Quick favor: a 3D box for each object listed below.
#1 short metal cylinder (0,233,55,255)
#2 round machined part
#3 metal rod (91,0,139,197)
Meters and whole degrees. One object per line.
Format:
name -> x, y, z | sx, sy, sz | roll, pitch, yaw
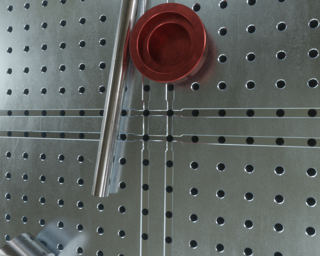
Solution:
short metal cylinder -> -0.204, 0.203, 0.455 | 0.050, 0.080, 0.080 | 33, 101, 17
round machined part -> 0.014, -0.105, 0.398 | 0.098, 0.042, 0.097 | 0, 90, 20
metal rod -> -0.061, -0.052, 0.434 | 0.025, 0.025, 0.298 | 10, 93, 19
